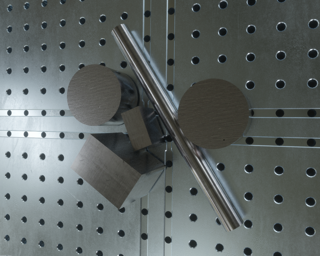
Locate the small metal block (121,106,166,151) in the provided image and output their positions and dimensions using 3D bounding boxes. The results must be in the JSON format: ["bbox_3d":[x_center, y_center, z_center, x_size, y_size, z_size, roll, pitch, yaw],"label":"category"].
[{"bbox_3d":[-0.021,0.001,0.402,0.025,0.050,0.050,-22,83,19],"label":"small metal block"}]

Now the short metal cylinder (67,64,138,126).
[{"bbox_3d":[-0.078,-0.043,0.423,0.080,0.050,0.079,0,90,20],"label":"short metal cylinder"}]

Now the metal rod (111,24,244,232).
[{"bbox_3d":[0.017,-0.008,0.402,0.025,0.025,0.299,-33,80,17],"label":"metal rod"}]

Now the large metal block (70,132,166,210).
[{"bbox_3d":[-0.050,0.049,0.396,0.080,0.080,0.050,36,102,17],"label":"large metal block"}]

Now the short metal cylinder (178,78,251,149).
[{"bbox_3d":[0.067,-0.016,0.372,0.080,0.050,0.079,0,90,20],"label":"short metal cylinder"}]
